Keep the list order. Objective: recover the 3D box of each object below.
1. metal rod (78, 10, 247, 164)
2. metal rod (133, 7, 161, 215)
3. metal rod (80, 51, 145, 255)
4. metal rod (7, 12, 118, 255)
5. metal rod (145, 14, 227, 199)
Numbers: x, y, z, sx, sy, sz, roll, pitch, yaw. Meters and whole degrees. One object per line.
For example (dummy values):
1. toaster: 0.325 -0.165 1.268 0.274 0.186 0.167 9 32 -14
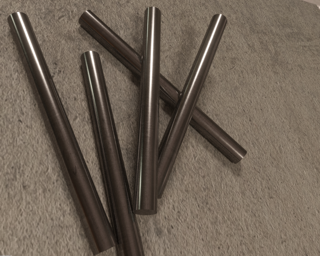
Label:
1. metal rod: 0.004 -0.059 0.443 0.300 0.025 0.025 42 51 0
2. metal rod: -0.013 -0.043 0.393 0.025 0.025 0.299 14 58 -21
3. metal rod: -0.055 0.037 0.352 0.025 0.025 0.299 -2 63 -30
4. metal rod: -0.116 -0.009 0.347 0.025 0.025 0.299 -14 69 -34
5. metal rod: 0.042 -0.047 0.422 0.025 0.025 0.300 29 62 -11
